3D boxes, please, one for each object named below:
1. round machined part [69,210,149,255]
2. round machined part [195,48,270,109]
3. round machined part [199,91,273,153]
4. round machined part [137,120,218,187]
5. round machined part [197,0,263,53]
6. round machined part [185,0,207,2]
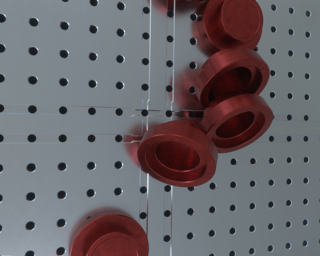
[{"bbox_3d":[-0.060,0.155,0.382,0.099,0.042,0.097,0,90,-20],"label":"round machined part"},{"bbox_3d":[0.092,-0.067,0.418,0.099,0.097,0.042,-7,52,-20],"label":"round machined part"},{"bbox_3d":[0.098,-0.012,0.420,0.099,0.097,0.042,-6,51,-20],"label":"round machined part"},{"bbox_3d":[0.024,0.029,0.392,0.098,0.098,0.042,36,44,-17],"label":"round machined part"},{"bbox_3d":[0.106,-0.151,0.442,0.099,0.042,0.097,0,90,-20],"label":"round machined part"},{"bbox_3d":[0.042,-0.219,0.418,0.099,0.042,0.097,0,90,-20],"label":"round machined part"}]
